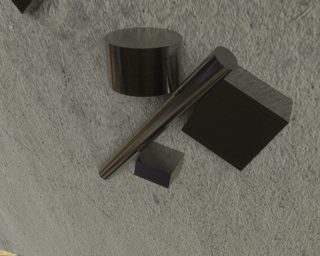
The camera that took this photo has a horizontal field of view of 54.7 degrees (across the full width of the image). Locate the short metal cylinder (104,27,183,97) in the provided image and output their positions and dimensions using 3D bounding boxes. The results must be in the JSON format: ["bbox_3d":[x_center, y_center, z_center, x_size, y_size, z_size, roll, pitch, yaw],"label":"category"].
[{"bbox_3d":[-0.017,-0.073,0.334,0.080,0.080,0.050,13,124,20],"label":"short metal cylinder"}]

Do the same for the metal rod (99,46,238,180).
[{"bbox_3d":[-0.014,0.005,0.382,0.025,0.025,0.299,44,139,-3],"label":"metal rod"}]

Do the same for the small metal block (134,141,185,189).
[{"bbox_3d":[0.000,0.048,0.419,0.050,0.050,0.025,20,126,16],"label":"small metal block"}]

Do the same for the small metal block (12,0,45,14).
[{"bbox_3d":[-0.166,-0.179,0.381,0.050,0.025,0.050,-28,104,37],"label":"small metal block"}]

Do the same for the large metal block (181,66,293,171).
[{"bbox_3d":[0.083,-0.013,0.338,0.080,0.050,0.079,35,129,4],"label":"large metal block"}]
